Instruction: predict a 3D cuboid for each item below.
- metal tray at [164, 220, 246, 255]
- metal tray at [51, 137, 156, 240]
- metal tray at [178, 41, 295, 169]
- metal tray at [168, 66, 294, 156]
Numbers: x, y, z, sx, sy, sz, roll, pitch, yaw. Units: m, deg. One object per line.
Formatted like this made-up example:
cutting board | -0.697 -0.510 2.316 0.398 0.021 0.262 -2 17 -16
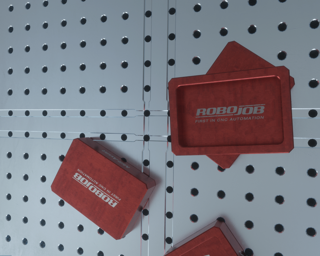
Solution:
metal tray | 0.074 0.194 0.383 0.090 0.030 0.130 -37 78 16
metal tray | -0.083 0.082 0.440 0.130 0.030 0.090 31 100 17
metal tray | 0.086 -0.027 0.380 0.090 0.030 0.130 38 102 16
metal tray | 0.077 -0.016 0.350 0.130 0.030 0.090 -3 89 20
